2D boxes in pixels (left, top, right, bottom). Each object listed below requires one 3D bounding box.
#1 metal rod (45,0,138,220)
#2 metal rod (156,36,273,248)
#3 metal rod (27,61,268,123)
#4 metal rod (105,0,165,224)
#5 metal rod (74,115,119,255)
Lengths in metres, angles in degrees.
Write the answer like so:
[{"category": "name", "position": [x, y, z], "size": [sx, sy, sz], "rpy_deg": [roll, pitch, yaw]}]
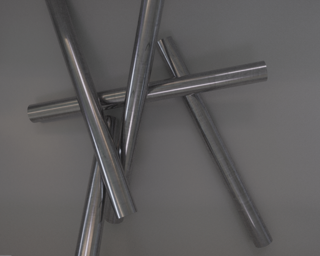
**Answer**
[{"category": "metal rod", "position": [-0.089, -0.039, 0.375], "size": [0.025, 0.025, 0.299], "rpy_deg": [-21, 76, 0]}, {"category": "metal rod", "position": [0.071, 0.018, 0.411], "size": [0.025, 0.025, 0.299], "rpy_deg": [-27, 90, 0]}, {"category": "metal rod", "position": [-0.021, -0.044, 0.392], "size": [0.301, 0.025, 0.025], "rpy_deg": [-10, 90, 7]}, {"category": "metal rod", "position": [-0.032, -0.020, 0.372], "size": [0.025, 0.025, 0.298], "rpy_deg": [12, 106, 0]}, {"category": "metal rod", "position": [-0.075, 0.115, 0.331], "size": [0.025, 0.025, 0.300], "rpy_deg": [3, 57, 0]}]
